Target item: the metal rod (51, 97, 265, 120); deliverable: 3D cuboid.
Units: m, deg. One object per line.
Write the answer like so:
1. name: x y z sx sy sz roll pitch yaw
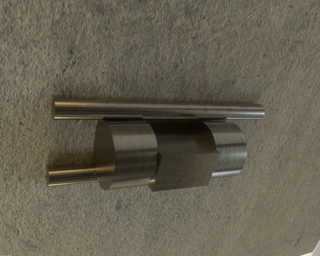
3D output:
1. metal rod: 0.018 -0.023 0.404 0.303 0.025 0.025 -1 119 -28

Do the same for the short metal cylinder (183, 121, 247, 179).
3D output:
1. short metal cylinder: 0.073 0.030 0.430 0.050 0.080 0.079 -1 119 -28

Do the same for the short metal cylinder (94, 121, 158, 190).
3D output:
1. short metal cylinder: -0.043 0.031 0.368 0.050 0.080 0.079 -1 119 -28

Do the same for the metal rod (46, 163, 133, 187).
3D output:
1. metal rod: -0.002 0.056 0.442 0.303 0.025 0.025 -1 119 -28

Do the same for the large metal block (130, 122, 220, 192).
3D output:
1. large metal block: 0.015 0.033 0.398 0.081 0.080 0.050 0 119 -29
